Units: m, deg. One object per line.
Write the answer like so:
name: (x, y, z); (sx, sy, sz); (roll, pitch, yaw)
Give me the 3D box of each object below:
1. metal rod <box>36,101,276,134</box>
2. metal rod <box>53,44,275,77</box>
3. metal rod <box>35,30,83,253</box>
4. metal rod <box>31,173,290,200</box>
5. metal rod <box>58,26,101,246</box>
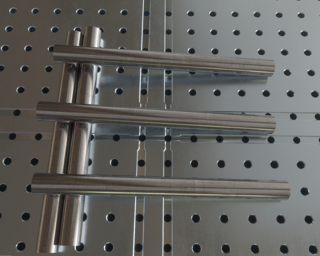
metal rod: (0.000, -0.013, 0.400); (0.302, 0.025, 0.025); (3, 70, -6)
metal rod: (0.010, -0.093, 0.430); (0.302, 0.025, 0.025); (3, 70, -6)
metal rod: (-0.128, 0.003, 0.408); (0.025, 0.025, 0.299); (1, 70, 0)
metal rod: (0.006, 0.071, 0.371); (0.302, 0.025, 0.025); (3, 70, -6)
metal rod: (-0.103, -0.004, 0.411); (0.025, 0.025, 0.299); (1, 70, 0)
